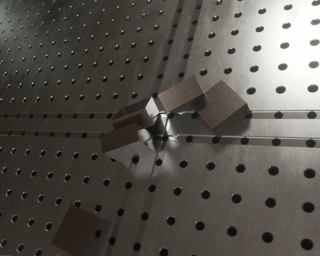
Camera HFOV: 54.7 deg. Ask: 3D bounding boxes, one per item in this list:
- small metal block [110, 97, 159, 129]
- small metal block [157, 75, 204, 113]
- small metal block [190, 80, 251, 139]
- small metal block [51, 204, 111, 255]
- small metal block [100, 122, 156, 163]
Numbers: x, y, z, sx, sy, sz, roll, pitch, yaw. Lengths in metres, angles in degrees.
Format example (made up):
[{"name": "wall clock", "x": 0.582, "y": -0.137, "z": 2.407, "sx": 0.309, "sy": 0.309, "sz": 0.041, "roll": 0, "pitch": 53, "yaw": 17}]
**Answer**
[{"name": "small metal block", "x": -0.032, "y": -0.015, "z": 0.417, "sx": 0.050, "sy": 0.025, "sz": 0.050, "roll": -20, "pitch": 18, "yaw": 16}, {"name": "small metal block", "x": 0.029, "y": -0.044, "z": 0.400, "sx": 0.050, "sy": 0.050, "sz": 0.025, "roll": -28, "pitch": 91, "yaw": 10}, {"name": "small metal block", "x": 0.074, "y": -0.024, "z": 0.383, "sx": 0.050, "sy": 0.025, "sz": 0.050, "roll": -38, "pitch": 51, "yaw": 2}, {"name": "small metal block", "x": -0.096, "y": 0.128, "z": 0.379, "sx": 0.050, "sy": 0.025, "sz": 0.050, "roll": 12, "pitch": 68, "yaw": 32}, {"name": "small metal block", "x": -0.040, "y": 0.020, "z": 0.397, "sx": 0.050, "sy": 0.050, "sz": 0.025, "roll": -20, "pitch": 64, "yaw": 16}]
